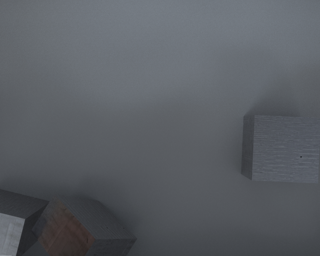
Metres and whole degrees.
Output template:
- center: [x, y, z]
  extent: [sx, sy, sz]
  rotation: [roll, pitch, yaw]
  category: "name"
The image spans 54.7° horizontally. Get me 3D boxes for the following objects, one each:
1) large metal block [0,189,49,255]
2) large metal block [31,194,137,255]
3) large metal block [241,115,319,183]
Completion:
- center: [-0.194, 0.115, 0.382]
  extent: [0.080, 0.080, 0.050]
  rotation: [14, 90, 0]
  category: "large metal block"
- center: [-0.088, 0.127, 0.368]
  extent: [0.080, 0.080, 0.050]
  rotation: [33, 90, 33]
  category: "large metal block"
- center: [0.153, 0.025, 0.400]
  extent: [0.081, 0.050, 0.080]
  rotation: [2, 90, 0]
  category: "large metal block"
